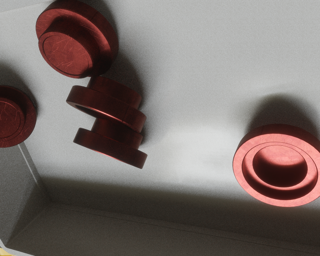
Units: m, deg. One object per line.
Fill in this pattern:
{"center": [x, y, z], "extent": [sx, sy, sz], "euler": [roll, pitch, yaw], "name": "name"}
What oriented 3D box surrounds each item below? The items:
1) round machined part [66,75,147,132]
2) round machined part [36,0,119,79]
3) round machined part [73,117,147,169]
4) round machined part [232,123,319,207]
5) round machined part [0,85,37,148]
{"center": [-0.062, -0.032, 0.386], "extent": [0.098, 0.098, 0.042], "euler": [20, 82, 16], "name": "round machined part"}
{"center": [-0.103, -0.098, 0.370], "extent": [0.098, 0.042, 0.097], "euler": [13, 143, 10], "name": "round machined part"}
{"center": [-0.062, 0.018, 0.418], "extent": [0.098, 0.098, 0.042], "euler": [19, 82, 16], "name": "round machined part"}
{"center": [0.136, 0.037, 0.349], "extent": [0.098, 0.042, 0.097], "euler": [13, 124, 20], "name": "round machined part"}
{"center": [-0.244, -0.016, 0.477], "extent": [0.098, 0.099, 0.042], "euler": [66, 169, -19], "name": "round machined part"}
